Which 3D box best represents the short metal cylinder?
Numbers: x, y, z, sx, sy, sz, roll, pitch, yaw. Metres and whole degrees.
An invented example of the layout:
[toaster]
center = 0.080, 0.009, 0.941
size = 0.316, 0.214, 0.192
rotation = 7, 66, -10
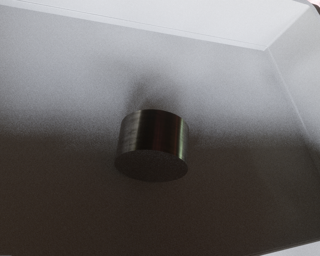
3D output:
[short metal cylinder]
center = -0.008, 0.022, 0.352
size = 0.080, 0.080, 0.050
rotation = 17, 55, -18
